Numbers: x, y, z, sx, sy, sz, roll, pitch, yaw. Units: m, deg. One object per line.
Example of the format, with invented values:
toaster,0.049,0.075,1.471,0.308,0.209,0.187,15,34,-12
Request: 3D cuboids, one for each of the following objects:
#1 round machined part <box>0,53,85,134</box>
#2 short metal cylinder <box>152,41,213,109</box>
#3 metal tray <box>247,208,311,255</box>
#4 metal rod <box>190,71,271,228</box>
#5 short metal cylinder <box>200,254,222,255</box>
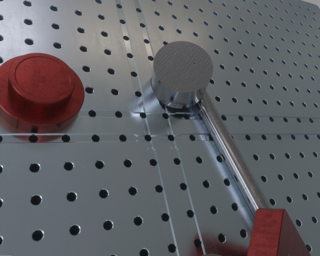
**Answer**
round machined part,-0.135,-0.046,0.352,0.099,0.042,0.098,14,56,-21
short metal cylinder,0.029,-0.074,0.436,0.081,0.050,0.080,2,69,-4
metal tray,0.137,0.161,0.341,0.130,0.030,0.090,54,45,-30
metal rod,0.086,0.005,0.450,0.025,0.025,0.299,-13,69,-34
short metal cylinder,0.043,0.172,0.310,0.081,0.050,0.080,14,56,-21
